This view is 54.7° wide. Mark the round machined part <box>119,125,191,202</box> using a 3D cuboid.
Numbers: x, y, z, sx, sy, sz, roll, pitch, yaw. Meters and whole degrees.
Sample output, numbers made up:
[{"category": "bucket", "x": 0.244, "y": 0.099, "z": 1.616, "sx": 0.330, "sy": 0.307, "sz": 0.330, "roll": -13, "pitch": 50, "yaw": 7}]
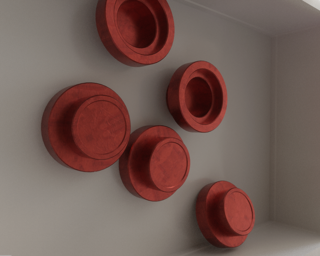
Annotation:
[{"category": "round machined part", "x": 0.001, "y": 0.045, "z": 0.396, "sx": 0.099, "sy": 0.042, "sz": 0.097, "roll": 0, "pitch": 90, "yaw": -40}]

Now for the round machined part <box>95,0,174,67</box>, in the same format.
[{"category": "round machined part", "x": -0.033, "y": -0.121, "z": 0.367, "sx": 0.099, "sy": 0.042, "sz": 0.097, "roll": 0, "pitch": 90, "yaw": -40}]

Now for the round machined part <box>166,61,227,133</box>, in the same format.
[{"category": "round machined part", "x": 0.047, "y": -0.042, "z": 0.435, "sx": 0.099, "sy": 0.042, "sz": 0.097, "roll": 0, "pitch": 90, "yaw": -40}]

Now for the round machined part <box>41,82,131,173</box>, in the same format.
[{"category": "round machined part", "x": -0.072, "y": -0.001, "z": 0.335, "sx": 0.099, "sy": 0.042, "sz": 0.097, "roll": 0, "pitch": 90, "yaw": -40}]

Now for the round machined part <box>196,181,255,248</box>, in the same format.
[{"category": "round machined part", "x": 0.104, "y": 0.127, "z": 0.463, "sx": 0.099, "sy": 0.042, "sz": 0.098, "roll": 17, "pitch": 60, "yaw": -33}]
